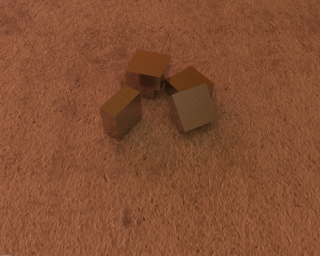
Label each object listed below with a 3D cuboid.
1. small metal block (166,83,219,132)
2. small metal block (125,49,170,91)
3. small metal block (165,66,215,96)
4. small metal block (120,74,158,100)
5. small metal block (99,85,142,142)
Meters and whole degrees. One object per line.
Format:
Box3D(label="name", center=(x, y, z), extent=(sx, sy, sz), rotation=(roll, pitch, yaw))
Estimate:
Box3D(label="small metal block", center=(0.042, -0.026, 0.408), extent=(0.050, 0.025, 0.050), rotation=(-21, 94, -17))
Box3D(label="small metal block", center=(-0.016, -0.083, 0.440), extent=(0.050, 0.025, 0.050), rotation=(13, 51, 10))
Box3D(label="small metal block", center=(0.042, -0.059, 0.453), extent=(0.050, 0.025, 0.050), rotation=(-31, 57, -23))
Box3D(label="small metal block", center=(-0.026, -0.072, 0.464), extent=(0.050, 0.025, 0.050), rotation=(13, 51, 10))
Box3D(label="small metal block", center=(-0.049, -0.019, 0.402), extent=(0.025, 0.050, 0.050), rotation=(27, 55, 21))
